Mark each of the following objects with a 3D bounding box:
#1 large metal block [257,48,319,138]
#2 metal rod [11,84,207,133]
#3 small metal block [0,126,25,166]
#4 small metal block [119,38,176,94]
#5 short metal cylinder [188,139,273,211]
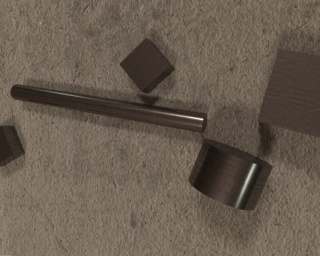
[{"bbox_3d":[0.160,-0.035,0.340,0.080,0.050,0.079,17,96,19],"label":"large metal block"},{"bbox_3d":[-0.084,-0.031,0.437,0.301,0.025,0.025,10,94,19],"label":"metal rod"},{"bbox_3d":[-0.252,0.030,0.496,0.050,0.025,0.050,-28,81,17],"label":"small metal block"},{"bbox_3d":[-0.017,-0.082,0.414,0.050,0.025,0.050,-41,77,15],"label":"small metal block"},{"bbox_3d":[0.079,0.051,0.352,0.080,0.080,0.050,23,98,18],"label":"short metal cylinder"}]
